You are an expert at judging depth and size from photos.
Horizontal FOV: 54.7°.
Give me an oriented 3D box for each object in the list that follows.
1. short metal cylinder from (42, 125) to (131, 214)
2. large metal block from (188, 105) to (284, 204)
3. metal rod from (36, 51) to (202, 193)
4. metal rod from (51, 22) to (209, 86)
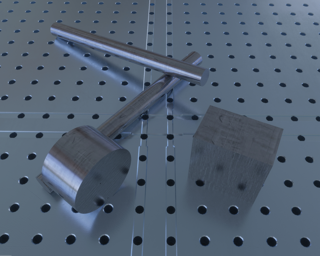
[{"bbox_3d":[-0.077,0.044,0.334,0.050,0.080,0.080,32,57,23],"label":"short metal cylinder"},{"bbox_3d":[0.081,0.030,0.347,0.080,0.080,0.050,20,53,16],"label":"large metal block"},{"bbox_3d":[-0.037,-0.024,0.427,0.025,0.025,0.301,32,57,24],"label":"metal rod"},{"bbox_3d":[-0.062,-0.123,0.489,0.300,0.025,0.025,24,54,26],"label":"metal rod"}]
